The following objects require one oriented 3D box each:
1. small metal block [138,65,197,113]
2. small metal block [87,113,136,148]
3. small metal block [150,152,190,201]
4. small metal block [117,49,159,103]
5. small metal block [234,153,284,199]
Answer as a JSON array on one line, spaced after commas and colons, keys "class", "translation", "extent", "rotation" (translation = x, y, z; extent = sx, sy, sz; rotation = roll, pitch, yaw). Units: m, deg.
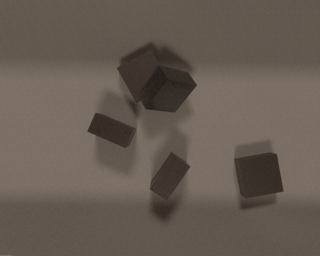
[{"class": "small metal block", "translation": [0.009, -0.047, 0.388], "extent": [0.050, 0.050, 0.025], "rotation": [-51, 52, 32]}, {"class": "small metal block", "translation": [-0.060, 0.003, 0.398], "extent": [0.050, 0.050, 0.025], "rotation": [24, 90, -1]}, {"class": "small metal block", "translation": [0.012, 0.060, 0.399], "extent": [0.025, 0.050, 0.050], "rotation": [35, 90, -1]}, {"class": "small metal block", "translation": [-0.022, -0.068, 0.411], "extent": [0.050, 0.025, 0.050], "rotation": [-29, 90, -1]}, {"class": "small metal block", "translation": [0.131, 0.062, 0.413], "extent": [0.050, 0.025, 0.050], "rotation": [-10, 90, -1]}]
